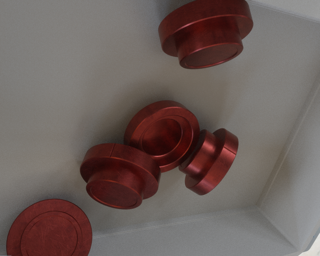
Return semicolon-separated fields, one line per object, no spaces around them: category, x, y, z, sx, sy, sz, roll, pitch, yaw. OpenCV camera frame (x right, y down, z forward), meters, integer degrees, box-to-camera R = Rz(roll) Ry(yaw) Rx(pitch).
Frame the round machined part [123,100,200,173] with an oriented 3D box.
round machined part;-0.001;0.008;0.404;0.099;0.042;0.097;-14;124;-21

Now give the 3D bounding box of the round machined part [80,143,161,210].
round machined part;-0.051;0.065;0.378;0.099;0.042;0.097;8;140;7

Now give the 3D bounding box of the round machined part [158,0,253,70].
round machined part;0.050;-0.094;0.331;0.099;0.098;0.042;-8;82;-25

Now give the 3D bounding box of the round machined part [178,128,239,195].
round machined part;0.062;0.041;0.432;0.042;0.098;0.098;33;102;-7

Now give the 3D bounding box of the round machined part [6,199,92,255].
round machined part;-0.132;0.136;0.375;0.099;0.042;0.098;6;73;-21
